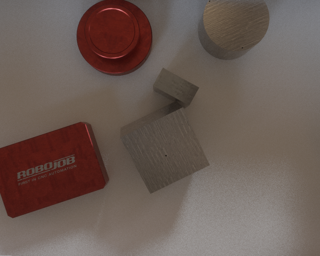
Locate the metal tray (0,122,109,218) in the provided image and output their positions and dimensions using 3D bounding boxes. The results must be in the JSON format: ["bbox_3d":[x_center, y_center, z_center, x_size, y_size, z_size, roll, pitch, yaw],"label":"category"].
[{"bbox_3d":[-0.144,0.053,0.407,0.131,0.030,0.090,-18,90,-1],"label":"metal tray"}]

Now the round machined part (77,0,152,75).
[{"bbox_3d":[-0.059,-0.120,0.402,0.099,0.042,0.097,0,90,-1],"label":"round machined part"}]

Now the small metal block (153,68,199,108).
[{"bbox_3d":[0.019,-0.050,0.399,0.050,0.050,0.025,29,90,-1],"label":"small metal block"}]

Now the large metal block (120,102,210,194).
[{"bbox_3d":[0.005,0.022,0.390,0.080,0.050,0.080,-26,105,0],"label":"large metal block"}]

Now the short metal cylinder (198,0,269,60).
[{"bbox_3d":[0.093,-0.133,0.400,0.081,0.050,0.079,0,90,-1],"label":"short metal cylinder"}]
